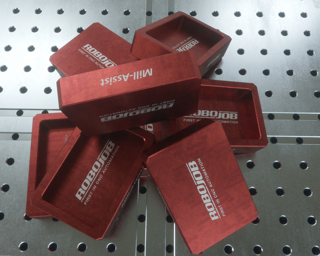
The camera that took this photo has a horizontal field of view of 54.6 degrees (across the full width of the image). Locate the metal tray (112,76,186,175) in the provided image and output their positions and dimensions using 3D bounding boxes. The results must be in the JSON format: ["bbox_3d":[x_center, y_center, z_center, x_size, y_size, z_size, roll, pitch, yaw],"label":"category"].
[{"bbox_3d":[-0.018,-0.005,0.411,0.091,0.030,0.130,-4,68,-3],"label":"metal tray"}]

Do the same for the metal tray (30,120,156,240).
[{"bbox_3d":[-0.072,0.049,0.358,0.090,0.030,0.130,25,72,9],"label":"metal tray"}]

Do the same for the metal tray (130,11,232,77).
[{"bbox_3d":[0.033,-0.111,0.414,0.090,0.030,0.131,32,40,11],"label":"metal tray"}]

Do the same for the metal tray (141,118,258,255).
[{"bbox_3d":[0.047,0.065,0.350,0.090,0.030,0.130,-28,106,-9],"label":"metal tray"}]

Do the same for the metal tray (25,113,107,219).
[{"bbox_3d":[-0.114,0.045,0.393,0.091,0.030,0.130,-4,69,-2],"label":"metal tray"}]

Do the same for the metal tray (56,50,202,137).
[{"bbox_3d":[-0.026,-0.031,0.320,0.131,0.090,0.030,-13,71,0],"label":"metal tray"}]

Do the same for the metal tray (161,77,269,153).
[{"bbox_3d":[0.067,-0.015,0.396,0.131,0.030,0.090,2,69,-18],"label":"metal tray"}]

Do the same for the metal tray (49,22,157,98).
[{"bbox_3d":[-0.078,-0.084,0.421,0.090,0.030,0.130,-43,60,-14],"label":"metal tray"}]
